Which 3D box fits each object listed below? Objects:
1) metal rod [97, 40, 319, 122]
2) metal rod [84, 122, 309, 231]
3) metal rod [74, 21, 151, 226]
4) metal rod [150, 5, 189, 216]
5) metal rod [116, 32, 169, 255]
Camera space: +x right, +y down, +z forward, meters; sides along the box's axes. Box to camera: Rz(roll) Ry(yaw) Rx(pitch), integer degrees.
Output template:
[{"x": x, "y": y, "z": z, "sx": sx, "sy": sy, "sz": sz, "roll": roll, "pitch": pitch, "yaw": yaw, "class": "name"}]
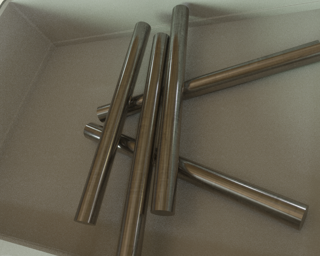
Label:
[{"x": 0.050, "y": -0.056, "z": 0.412, "sx": 0.301, "sy": 0.025, "sz": 0.025, "roll": -15, "pitch": 56, "yaw": 19, "class": "metal rod"}, {"x": 0.015, "y": 0.043, "z": 0.369, "sx": 0.300, "sy": 0.025, "sz": 0.025, "roll": 19, "pitch": 72, "yaw": 34, "class": "metal rod"}, {"x": -0.055, "y": -0.024, "z": 0.414, "sx": 0.025, "sy": 0.025, "sz": 0.300, "roll": -2, "pitch": 61, "yaw": 27, "class": "metal rod"}, {"x": 0.017, "y": -0.043, "z": 0.388, "sx": 0.025, "sy": 0.025, "sz": 0.299, "roll": -8, "pitch": 58, "yaw": 24, "class": "metal rod"}, {"x": -0.015, "y": 0.002, "z": 0.377, "sx": 0.025, "sy": 0.025, "sz": 0.299, "roll": -7, "pitch": 59, "yaw": 24, "class": "metal rod"}]
